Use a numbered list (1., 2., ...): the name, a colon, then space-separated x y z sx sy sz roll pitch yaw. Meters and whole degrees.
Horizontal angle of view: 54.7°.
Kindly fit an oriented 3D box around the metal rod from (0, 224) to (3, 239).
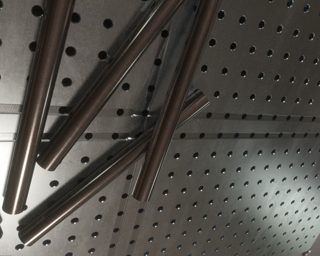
1. metal rod: -0.207 0.007 0.302 0.025 0.025 0.298 -14 124 -21

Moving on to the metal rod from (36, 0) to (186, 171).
1. metal rod: -0.041 -0.072 0.344 0.025 0.025 0.299 33 100 -39

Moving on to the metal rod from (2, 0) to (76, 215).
1. metal rod: -0.126 -0.033 0.322 0.025 0.025 0.298 8 114 -32

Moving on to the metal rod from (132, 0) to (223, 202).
1. metal rod: 0.023 -0.046 0.374 0.025 0.025 0.298 10 107 -33

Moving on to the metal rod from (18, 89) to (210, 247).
1. metal rod: -0.058 0.051 0.412 0.301 0.025 0.025 -38 130 -3
